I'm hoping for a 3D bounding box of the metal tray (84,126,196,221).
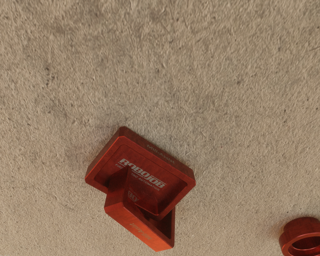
[{"bbox_3d":[-0.026,0.068,0.438,0.130,0.030,0.090,34,109,-18],"label":"metal tray"}]

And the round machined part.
[{"bbox_3d":[0.269,0.201,0.572,0.099,0.042,0.097,-1,130,0],"label":"round machined part"}]

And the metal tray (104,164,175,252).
[{"bbox_3d":[-0.023,0.112,0.458,0.030,0.090,0.130,-23,127,23],"label":"metal tray"}]
